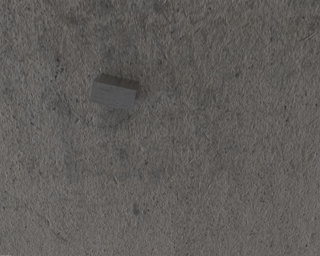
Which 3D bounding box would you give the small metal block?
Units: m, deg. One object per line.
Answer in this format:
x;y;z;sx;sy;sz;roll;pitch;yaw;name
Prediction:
-0.054;-0.045;0.379;0.050;0.050;0.025;12;110;-4;small metal block
